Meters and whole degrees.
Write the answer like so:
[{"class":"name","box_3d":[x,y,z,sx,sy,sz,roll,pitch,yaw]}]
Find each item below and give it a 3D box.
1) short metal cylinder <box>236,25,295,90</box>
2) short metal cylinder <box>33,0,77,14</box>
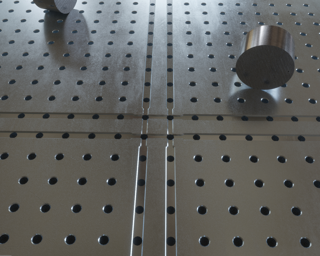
[{"class":"short metal cylinder","box_3d":[0.157,-0.103,0.460,0.080,0.080,0.050,13,51,10]},{"class":"short metal cylinder","box_3d":[-0.201,-0.266,0.594,0.050,0.080,0.080,17,52,13]}]
